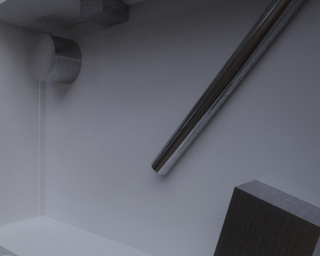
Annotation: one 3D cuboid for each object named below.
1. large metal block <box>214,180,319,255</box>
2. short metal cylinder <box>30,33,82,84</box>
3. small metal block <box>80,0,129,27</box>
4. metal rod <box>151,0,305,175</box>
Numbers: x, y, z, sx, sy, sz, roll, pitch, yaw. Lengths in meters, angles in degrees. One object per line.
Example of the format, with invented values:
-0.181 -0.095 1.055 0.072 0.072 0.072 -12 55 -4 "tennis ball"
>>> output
0.108 0.106 0.300 0.080 0.050 0.079 22 104 37 "large metal block"
-0.181 -0.118 0.537 0.080 0.050 0.079 0 90 39 "short metal cylinder"
-0.081 -0.172 0.455 0.050 0.050 0.025 1 91 40 "small metal block"
0.077 -0.057 0.341 0.025 0.025 0.298 50 119 28 "metal rod"
